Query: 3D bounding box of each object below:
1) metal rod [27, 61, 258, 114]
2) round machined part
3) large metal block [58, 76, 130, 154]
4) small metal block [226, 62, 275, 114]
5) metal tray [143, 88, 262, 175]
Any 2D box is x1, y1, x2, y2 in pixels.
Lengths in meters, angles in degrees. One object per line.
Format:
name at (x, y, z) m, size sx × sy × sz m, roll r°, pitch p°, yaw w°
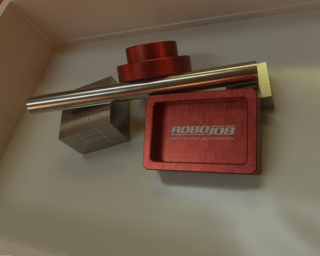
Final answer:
metal rod at (-0.034, -0.048, 0.392) m, size 0.301 × 0.025 × 0.025 m, roll -6°, pitch 59°, yaw 16°
round machined part at (-0.009, -0.089, 0.412) m, size 0.098 × 0.098 × 0.042 m, roll -4°, pitch 100°, yaw 26°
large metal block at (-0.092, -0.017, 0.443) m, size 0.080 × 0.050 × 0.080 m, roll -16°, pitch 55°, yaw 18°
small metal block at (0.108, -0.047, 0.375) m, size 0.050 × 0.025 × 0.050 m, roll -11°, pitch 57°, yaw 22°
metal tray at (0.046, 0.005, 0.354) m, size 0.130 × 0.030 × 0.090 m, roll -1°, pitch 80°, yaw 26°
